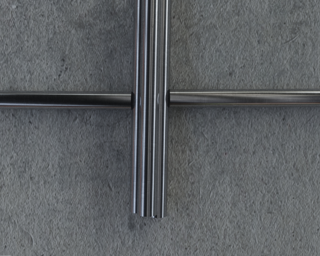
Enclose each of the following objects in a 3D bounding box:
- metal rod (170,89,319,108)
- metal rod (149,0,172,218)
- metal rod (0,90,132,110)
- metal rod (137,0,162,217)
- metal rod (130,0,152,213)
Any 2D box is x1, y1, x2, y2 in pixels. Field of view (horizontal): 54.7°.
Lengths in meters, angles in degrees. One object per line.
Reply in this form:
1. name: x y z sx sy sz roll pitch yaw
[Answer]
1. metal rod: 0.164 -0.040 0.413 0.302 0.025 0.025 0 90 -1
2. metal rod: 0.000 -0.033 0.412 0.025 0.025 0.298 1 90 -1
3. metal rod: -0.188 -0.037 0.408 0.302 0.025 0.025 0 90 -1
4. metal rod: -0.013 -0.040 0.391 0.025 0.025 0.298 1 90 -1
5. metal rod: -0.025 -0.039 0.411 0.025 0.025 0.298 1 90 -1
